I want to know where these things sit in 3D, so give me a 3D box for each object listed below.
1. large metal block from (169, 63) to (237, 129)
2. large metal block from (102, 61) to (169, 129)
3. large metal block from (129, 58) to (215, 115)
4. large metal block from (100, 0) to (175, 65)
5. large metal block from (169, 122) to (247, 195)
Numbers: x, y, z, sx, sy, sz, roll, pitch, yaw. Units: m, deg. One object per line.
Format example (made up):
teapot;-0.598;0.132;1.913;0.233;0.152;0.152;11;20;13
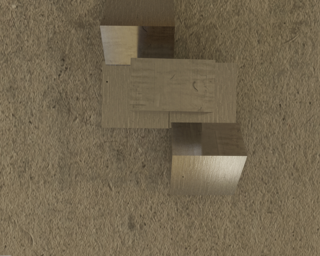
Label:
large metal block;0.052;-0.039;0.398;0.081;0.050;0.079;1;90;-1
large metal block;-0.029;-0.040;0.397;0.081;0.050;0.079;1;90;-1
large metal block;0.012;-0.041;0.334;0.081;0.080;0.050;1;90;-1
large metal block;-0.024;-0.121;0.377;0.081;0.050;0.080;1;46;0
large metal block;0.053;0.039;0.378;0.081;0.079;0.050;0;46;-1
